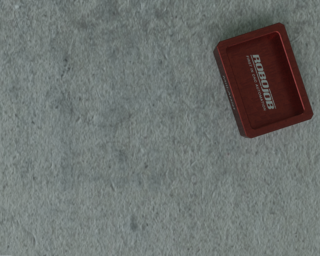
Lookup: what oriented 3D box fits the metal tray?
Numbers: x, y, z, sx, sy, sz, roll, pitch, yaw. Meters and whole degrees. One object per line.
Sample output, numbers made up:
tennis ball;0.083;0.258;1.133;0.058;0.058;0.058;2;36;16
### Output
metal tray;0.134;-0.061;0.408;0.090;0.030;0.129;-18;90;0
